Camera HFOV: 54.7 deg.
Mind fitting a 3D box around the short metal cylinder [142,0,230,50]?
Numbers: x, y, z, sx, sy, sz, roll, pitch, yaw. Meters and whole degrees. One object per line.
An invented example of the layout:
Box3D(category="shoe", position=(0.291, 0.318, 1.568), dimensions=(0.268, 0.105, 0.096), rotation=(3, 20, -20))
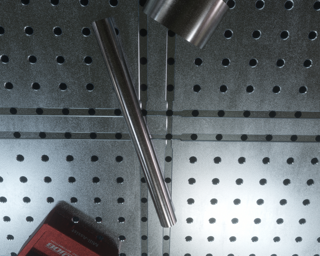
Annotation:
Box3D(category="short metal cylinder", position=(0.027, -0.128, 0.337), dimensions=(0.080, 0.080, 0.050), rotation=(29, 107, -11))

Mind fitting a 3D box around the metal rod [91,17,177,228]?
Box3D(category="metal rod", position=(-0.028, 0.007, 0.415), dimensions=(0.025, 0.025, 0.298), rotation=(-15, 110, 5))

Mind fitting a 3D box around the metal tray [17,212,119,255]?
Box3D(category="metal tray", position=(-0.142, 0.200, 0.482), dimensions=(0.130, 0.030, 0.090), rotation=(37, 106, -13))
